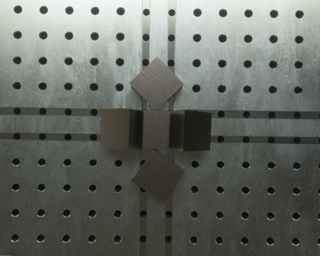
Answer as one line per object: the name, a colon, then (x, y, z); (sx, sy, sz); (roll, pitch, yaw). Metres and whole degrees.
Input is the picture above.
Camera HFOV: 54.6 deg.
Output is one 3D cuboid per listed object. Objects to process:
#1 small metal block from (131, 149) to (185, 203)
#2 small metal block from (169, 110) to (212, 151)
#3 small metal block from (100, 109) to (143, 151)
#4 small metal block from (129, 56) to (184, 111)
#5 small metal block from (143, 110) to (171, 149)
small metal block: (-0.002, 0.062, 0.413); (0.050, 0.025, 0.050); (34, 90, 1)
small metal block: (0.040, 0.004, 0.400); (0.050, 0.025, 0.050); (3, 90, -41)
small metal block: (-0.050, 0.001, 0.400); (0.050, 0.025, 0.050); (3, 91, 36)
small metal block: (-0.004, -0.058, 0.413); (0.050, 0.025, 0.050); (-44, 89, -1)
small metal block: (-0.004, 0.002, 0.413); (0.050, 0.025, 0.050); (1, 89, 0)
